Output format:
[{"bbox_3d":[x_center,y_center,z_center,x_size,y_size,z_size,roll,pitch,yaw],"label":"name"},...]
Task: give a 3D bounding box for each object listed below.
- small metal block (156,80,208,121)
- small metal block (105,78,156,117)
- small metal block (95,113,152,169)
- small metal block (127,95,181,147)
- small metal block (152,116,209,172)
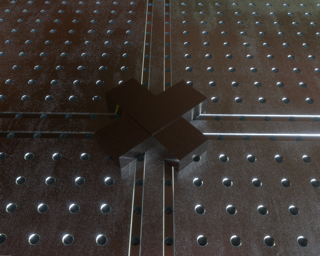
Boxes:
[{"bbox_3d":[0.030,-0.035,0.437,0.050,0.025,0.050,-34,58,-26],"label":"small metal block"},{"bbox_3d":[-0.041,-0.039,0.440,0.050,0.025,0.050,-34,58,-25],"label":"small metal block"},{"bbox_3d":[-0.046,0.016,0.394,0.050,0.025,0.050,-34,58,-26],"label":"small metal block"},{"bbox_3d":[-0.008,-0.011,0.415,0.050,0.025,0.050,-34,58,-26],"label":"small metal block"},{"bbox_3d":[0.025,0.019,0.392,0.050,0.025,0.050,-34,58,-25],"label":"small metal block"}]
